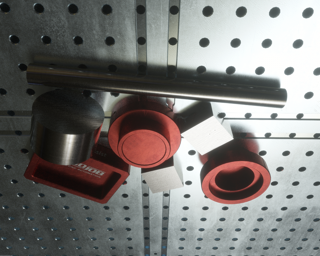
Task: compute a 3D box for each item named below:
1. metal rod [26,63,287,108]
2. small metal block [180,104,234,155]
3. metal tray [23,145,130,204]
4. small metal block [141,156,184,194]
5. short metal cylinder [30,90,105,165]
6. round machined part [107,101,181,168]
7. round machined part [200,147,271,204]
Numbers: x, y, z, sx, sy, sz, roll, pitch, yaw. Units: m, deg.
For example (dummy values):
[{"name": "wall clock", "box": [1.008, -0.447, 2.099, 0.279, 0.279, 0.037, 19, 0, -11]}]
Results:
[{"name": "metal rod", "box": [0.001, -0.049, 0.369, 0.302, 0.025, 0.025, 5, 130, -5]}, {"name": "small metal block", "box": [0.062, 0.003, 0.415, 0.050, 0.025, 0.050, -31, 124, 23]}, {"name": "metal tray", "box": [-0.120, 0.059, 0.457, 0.131, 0.030, 0.089, 24, 126, -19]}, {"name": "small metal block", "box": [0.004, 0.070, 0.471, 0.050, 0.025, 0.050, -15, 129, 12]}, {"name": "short metal cylinder", "box": [-0.112, -0.002, 0.372, 0.081, 0.080, 0.050, 14, 129, -12]}, {"name": "round machined part", "box": [-0.021, 0.015, 0.413, 0.099, 0.042, 0.097, 0, 128, 0]}, {"name": "round machined part", "box": [0.108, 0.066, 0.458, 0.099, 0.042, 0.097, 0, 130, 0]}]
